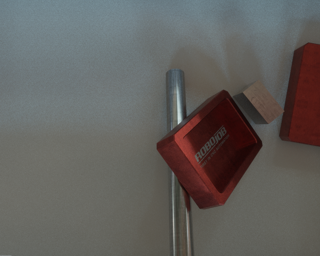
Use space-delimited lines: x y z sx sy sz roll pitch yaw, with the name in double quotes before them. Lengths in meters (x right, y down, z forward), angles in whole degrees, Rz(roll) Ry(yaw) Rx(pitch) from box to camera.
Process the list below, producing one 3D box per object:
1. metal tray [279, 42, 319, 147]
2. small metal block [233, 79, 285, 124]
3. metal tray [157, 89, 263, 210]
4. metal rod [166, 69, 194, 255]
"metal tray" 0.219 -0.040 0.412 0.091 0.030 0.129 10 90 -1
"small metal block" 0.126 -0.032 0.401 0.025 0.050 0.050 -39 91 0
"metal tray" 0.065 0.020 0.366 0.090 0.030 0.131 55 46 -4
"metal rod" 0.022 0.063 0.349 0.025 0.025 0.299 0 64 0
